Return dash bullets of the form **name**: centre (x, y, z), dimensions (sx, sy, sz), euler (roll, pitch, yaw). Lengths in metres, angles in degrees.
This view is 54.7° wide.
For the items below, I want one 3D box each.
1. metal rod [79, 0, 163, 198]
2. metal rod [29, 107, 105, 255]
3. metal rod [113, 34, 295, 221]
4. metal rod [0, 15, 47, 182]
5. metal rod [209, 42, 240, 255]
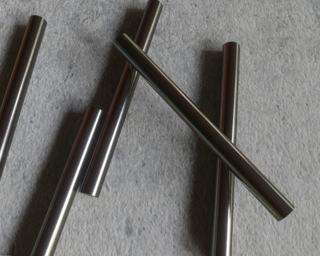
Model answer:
- **metal rod**: centre (-0.047, -0.054, 0.427), dimensions (0.025, 0.025, 0.299), euler (15, 70, 5)
- **metal rod**: centre (-0.125, 0.113, 0.365), dimensions (0.025, 0.025, 0.299), euler (15, 70, 5)
- **metal rod**: centre (0.044, -0.011, 0.385), dimensions (0.025, 0.025, 0.300), euler (-39, 75, -13)
- **metal rod**: centre (-0.200, -0.022, 0.413), dimensions (0.025, 0.025, 0.299), euler (7, 70, 2)
- **metal rod**: centre (0.086, 0.021, 0.401), dimensions (0.025, 0.025, 0.299), euler (7, 70, 2)
